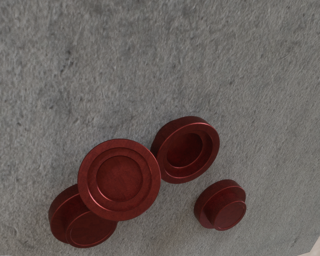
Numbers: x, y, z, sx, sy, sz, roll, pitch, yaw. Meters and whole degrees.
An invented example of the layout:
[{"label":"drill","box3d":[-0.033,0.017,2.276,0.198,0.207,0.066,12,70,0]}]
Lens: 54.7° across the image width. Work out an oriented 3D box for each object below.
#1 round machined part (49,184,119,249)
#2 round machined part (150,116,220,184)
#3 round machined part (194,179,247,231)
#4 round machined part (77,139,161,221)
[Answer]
[{"label":"round machined part","box3d":[-0.097,0.123,0.420,0.099,0.042,0.097,-14,125,-21]},{"label":"round machined part","box3d":[0.030,0.026,0.430,0.099,0.042,0.097,-14,125,-21]},{"label":"round machined part","box3d":[0.113,0.143,0.549,0.099,0.042,0.097,-14,125,-21]},{"label":"round machined part","box3d":[-0.050,0.063,0.388,0.099,0.042,0.097,1,85,-8]}]
